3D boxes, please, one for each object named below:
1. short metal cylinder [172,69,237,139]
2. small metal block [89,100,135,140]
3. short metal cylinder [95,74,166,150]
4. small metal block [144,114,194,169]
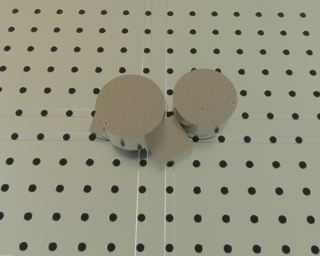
[{"bbox_3d":[0.056,-0.031,0.410,0.081,0.050,0.080,0,70,0],"label":"short metal cylinder"},{"bbox_3d":[-0.060,-0.010,0.415,0.050,0.025,0.050,14,71,5],"label":"small metal block"},{"bbox_3d":[-0.034,-0.018,0.378,0.081,0.050,0.080,0,70,0],"label":"short metal cylinder"},{"bbox_3d":[0.009,0.018,0.405,0.050,0.025,0.050,-28,73,-10],"label":"small metal block"}]
